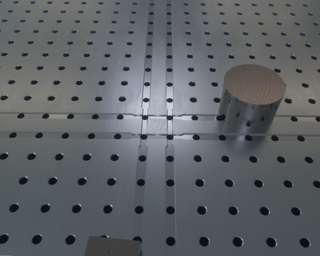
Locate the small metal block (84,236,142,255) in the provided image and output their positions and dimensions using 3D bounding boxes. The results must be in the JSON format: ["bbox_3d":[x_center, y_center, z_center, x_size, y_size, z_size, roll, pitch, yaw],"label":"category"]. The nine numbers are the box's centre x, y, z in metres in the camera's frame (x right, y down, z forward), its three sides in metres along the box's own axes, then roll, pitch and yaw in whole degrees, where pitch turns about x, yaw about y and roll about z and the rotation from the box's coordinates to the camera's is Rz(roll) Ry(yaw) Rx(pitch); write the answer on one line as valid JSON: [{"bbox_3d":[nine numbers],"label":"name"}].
[{"bbox_3d":[-0.047,0.134,0.294,0.050,0.025,0.050,5,50,4],"label":"small metal block"}]

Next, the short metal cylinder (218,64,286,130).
[{"bbox_3d":[0.125,-0.044,0.429,0.081,0.050,0.080,0,50,0],"label":"short metal cylinder"}]
